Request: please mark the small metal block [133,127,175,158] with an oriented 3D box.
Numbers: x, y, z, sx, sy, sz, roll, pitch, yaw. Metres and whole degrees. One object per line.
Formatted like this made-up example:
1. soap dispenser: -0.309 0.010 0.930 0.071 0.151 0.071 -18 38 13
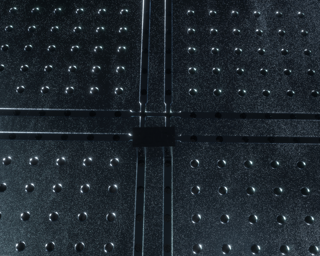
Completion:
1. small metal block: -0.007 0.019 0.392 0.050 0.050 0.025 -1 70 -1
